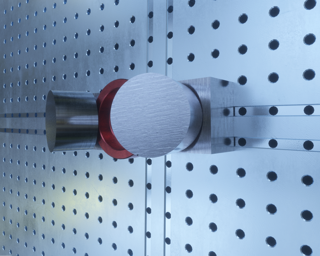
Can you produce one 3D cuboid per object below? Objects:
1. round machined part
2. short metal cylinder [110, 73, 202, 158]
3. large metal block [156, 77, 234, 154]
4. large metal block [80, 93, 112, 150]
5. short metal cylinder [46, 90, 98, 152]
[{"bbox_3d":[-0.036,-0.011,0.390,0.098,0.042,0.097,0,90,40],"label":"round machined part"},{"bbox_3d":[-0.002,-0.012,0.313,0.080,0.050,0.080,0,90,20],"label":"short metal cylinder"},{"bbox_3d":[0.037,-0.013,0.362,0.080,0.050,0.080,-1,90,40],"label":"large metal block"},{"bbox_3d":[-0.077,-0.010,0.457,0.080,0.050,0.080,1,91,40],"label":"large metal block"},{"bbox_3d":[-0.118,-0.009,0.409,0.080,0.050,0.079,4,94,61],"label":"short metal cylinder"}]
